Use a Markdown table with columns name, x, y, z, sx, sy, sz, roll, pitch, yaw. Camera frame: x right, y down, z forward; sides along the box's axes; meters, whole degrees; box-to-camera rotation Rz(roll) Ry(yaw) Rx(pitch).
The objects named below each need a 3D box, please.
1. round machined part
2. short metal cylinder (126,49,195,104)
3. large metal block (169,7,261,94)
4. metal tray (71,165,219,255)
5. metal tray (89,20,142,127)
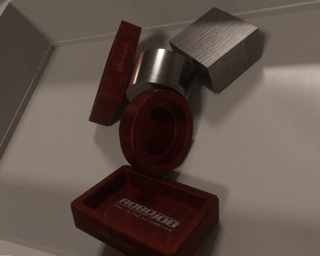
| name | x | y | z | sx | sy | sz | roll | pitch | yaw |
| --- | --- | --- | --- | --- | --- | --- | --- | --- | --- |
| round machined part | -0.009 | 0.003 | 0.362 | 0.042 | 0.098 | 0.098 | 10 | 66 | 44 |
| short metal cylinder | 0.002 | -0.057 | 0.403 | 0.080 | 0.080 | 0.050 | 0 | 62 | 28 |
| large metal block | 0.073 | -0.104 | 0.409 | 0.080 | 0.050 | 0.080 | -39 | 51 | -7 |
| metal tray | -0.016 | 0.088 | 0.324 | 0.130 | 0.030 | 0.091 | 14 | 31 | 33 |
| metal tray | -0.065 | -0.077 | 0.447 | 0.090 | 0.030 | 0.130 | 134 | 150 | -59 |
